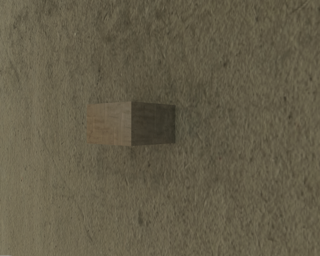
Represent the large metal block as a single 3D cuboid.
[{"bbox_3d":[-0.037,-0.005,0.401,0.080,0.081,0.050,0,90,40],"label":"large metal block"}]
